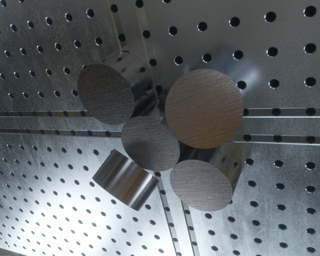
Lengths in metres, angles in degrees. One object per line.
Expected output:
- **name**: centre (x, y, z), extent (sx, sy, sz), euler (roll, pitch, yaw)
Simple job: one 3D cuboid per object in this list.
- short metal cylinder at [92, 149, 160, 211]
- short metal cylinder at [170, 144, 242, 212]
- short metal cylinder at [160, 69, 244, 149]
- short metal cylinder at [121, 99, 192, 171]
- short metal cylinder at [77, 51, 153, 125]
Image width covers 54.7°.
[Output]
- **short metal cylinder**: centre (-0.047, 0.073, 0.436), extent (0.080, 0.050, 0.080), euler (35, 171, 7)
- **short metal cylinder**: centre (0.059, 0.060, 0.400), extent (0.080, 0.050, 0.079), euler (13, 124, 20)
- **short metal cylinder**: centre (0.042, -0.020, 0.333), extent (0.081, 0.050, 0.079), euler (0, 93, -7)
- **short metal cylinder**: centre (-0.003, 0.009, 0.400), extent (0.080, 0.050, 0.079), euler (13, 124, 20)
- **short metal cylinder**: centre (-0.056, -0.050, 0.391), extent (0.080, 0.050, 0.079), euler (13, 124, 20)
